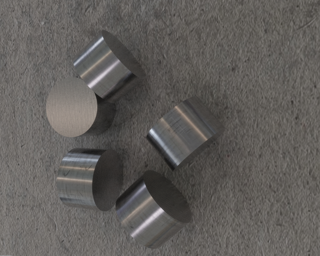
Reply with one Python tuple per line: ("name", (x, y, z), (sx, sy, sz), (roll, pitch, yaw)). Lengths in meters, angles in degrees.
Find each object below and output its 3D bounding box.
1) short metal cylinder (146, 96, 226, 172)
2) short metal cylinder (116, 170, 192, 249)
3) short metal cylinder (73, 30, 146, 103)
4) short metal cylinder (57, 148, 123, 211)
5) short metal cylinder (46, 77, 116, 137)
("short metal cylinder", (0.031, 0.008, 0.369), (0.080, 0.080, 0.050), (-43, 77, 15))
("short metal cylinder", (-0.007, 0.099, 0.382), (0.050, 0.080, 0.080), (-45, 76, 14))
("short metal cylinder", (-0.064, -0.079, 0.402), (0.050, 0.080, 0.080), (-38, 78, 16))
("short metal cylinder", (-0.090, 0.067, 0.411), (0.050, 0.080, 0.080), (1, 91, 20))
("short metal cylinder", (-0.110, -0.028, 0.434), (0.080, 0.050, 0.080), (0, 90, 20))
